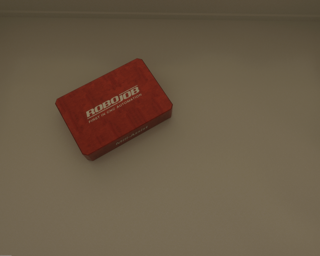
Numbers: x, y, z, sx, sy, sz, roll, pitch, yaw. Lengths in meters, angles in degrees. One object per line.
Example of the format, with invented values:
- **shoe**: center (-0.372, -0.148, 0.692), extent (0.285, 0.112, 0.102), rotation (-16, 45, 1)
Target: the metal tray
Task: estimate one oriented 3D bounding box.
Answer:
- **metal tray**: center (-0.060, -0.027, 0.416), extent (0.131, 0.030, 0.090), rotation (-30, 73, -10)
